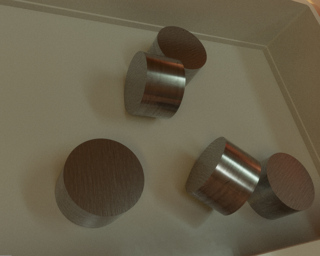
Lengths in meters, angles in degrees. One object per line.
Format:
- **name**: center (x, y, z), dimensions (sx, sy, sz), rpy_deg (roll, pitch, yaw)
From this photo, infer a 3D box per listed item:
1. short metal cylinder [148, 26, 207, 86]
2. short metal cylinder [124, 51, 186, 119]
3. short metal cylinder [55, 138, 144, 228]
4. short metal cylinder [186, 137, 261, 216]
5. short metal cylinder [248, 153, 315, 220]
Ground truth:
- **short metal cylinder**: center (0.023, -0.105, 0.466), dimensions (0.081, 0.050, 0.080), rpy_deg (14, 56, -21)
- **short metal cylinder**: center (-0.009, -0.054, 0.398), dimensions (0.050, 0.080, 0.080), rpy_deg (7, 59, -25)
- **short metal cylinder**: center (-0.063, 0.058, 0.320), dimensions (0.081, 0.050, 0.080), rpy_deg (14, 56, -21)
- **short metal cylinder**: center (0.075, 0.057, 0.375), dimensions (0.050, 0.080, 0.080), rpy_deg (34, 51, -7)
- **short metal cylinder**: center (0.163, 0.081, 0.428), dimensions (0.081, 0.050, 0.080), rpy_deg (14, 56, -21)
